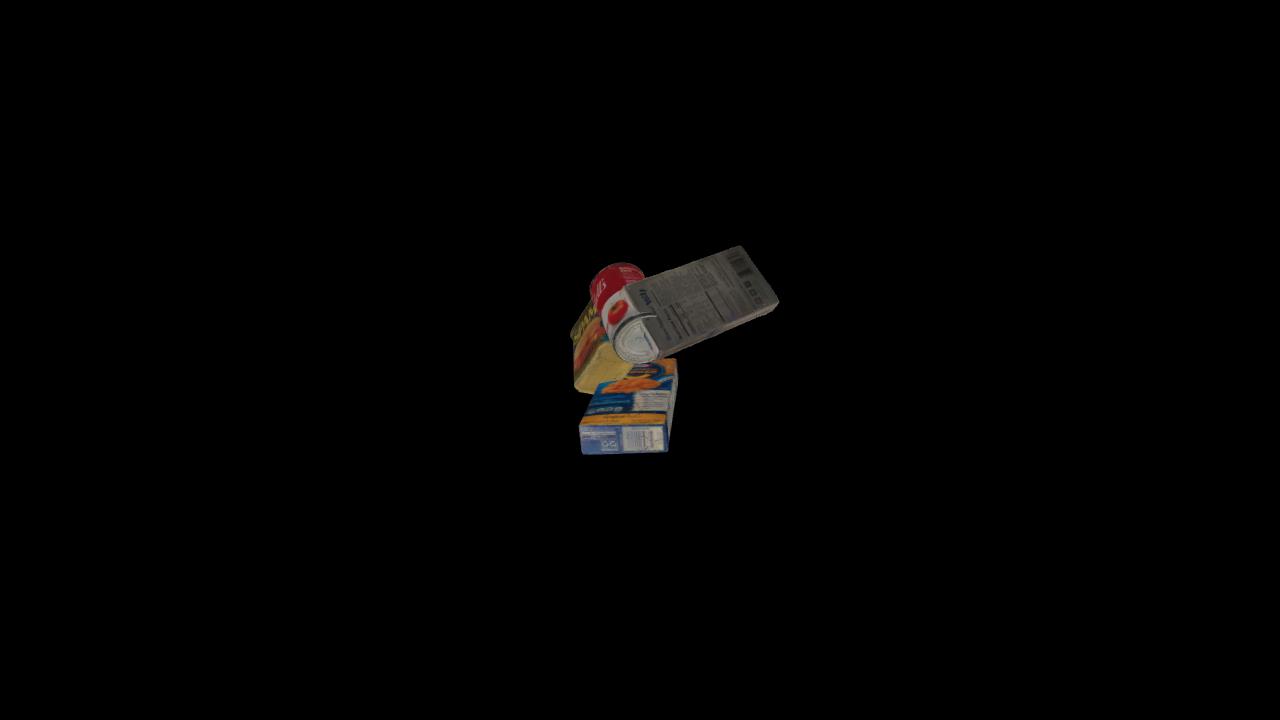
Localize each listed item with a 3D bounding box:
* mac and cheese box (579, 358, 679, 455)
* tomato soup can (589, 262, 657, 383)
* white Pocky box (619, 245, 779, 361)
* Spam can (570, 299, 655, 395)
[{"bbox_3d":[-0.007,0.048,0.712,0.093,0.041,0.184,-4,21,8],"label":"mac and cheese box"},{"bbox_3d":[-0.010,-0.051,0.670,0.068,0.068,0.101,0,40,-24],"label":"tomato soup can"},{"bbox_3d":[0.064,-0.064,0.653,0.154,0.084,0.028,-23,-19,-22],"label":"white Pocky box"},{"bbox_3d":[-0.042,-0.018,0.736,0.058,0.085,0.101,14,-43,-24],"label":"Spam can"}]
